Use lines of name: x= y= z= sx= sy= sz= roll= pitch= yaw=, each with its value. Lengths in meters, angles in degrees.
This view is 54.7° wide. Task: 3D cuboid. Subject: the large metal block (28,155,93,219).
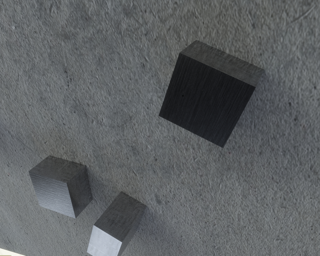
large metal block: x=-0.172 y=0.102 z=0.545 sx=0.080 sy=0.050 sz=0.079 roll=11 pitch=123 yaw=22

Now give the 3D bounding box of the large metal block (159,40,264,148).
large metal block: x=0.054 y=-0.038 z=0.339 sx=0.080 sy=0.050 sz=0.079 roll=27 pitch=128 yaw=11

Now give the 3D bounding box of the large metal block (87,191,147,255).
large metal block: x=-0.071 y=0.167 z=0.512 sx=0.050 sy=0.080 sz=0.079 roll=28 pitch=128 yaw=11
